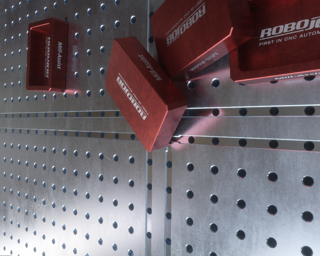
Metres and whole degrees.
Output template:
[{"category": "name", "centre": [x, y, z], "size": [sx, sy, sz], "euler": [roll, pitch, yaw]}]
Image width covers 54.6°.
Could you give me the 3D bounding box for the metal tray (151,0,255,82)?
[{"category": "metal tray", "centre": [0.039, -0.115, 0.347], "size": [0.130, 0.030, 0.090], "euler": [-25, 73, 58]}]

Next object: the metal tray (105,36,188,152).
[{"category": "metal tray", "centre": [-0.024, -0.045, 0.406], "size": [0.130, 0.030, 0.089], "euler": [54, 144, 26]}]

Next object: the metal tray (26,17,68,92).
[{"category": "metal tray", "centre": [-0.214, -0.134, 0.585], "size": [0.090, 0.030, 0.129], "euler": [6, 94, 40]}]

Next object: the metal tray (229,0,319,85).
[{"category": "metal tray", "centre": [0.132, -0.095, 0.297], "size": [0.130, 0.030, 0.090], "euler": [-2, 89, 40]}]
